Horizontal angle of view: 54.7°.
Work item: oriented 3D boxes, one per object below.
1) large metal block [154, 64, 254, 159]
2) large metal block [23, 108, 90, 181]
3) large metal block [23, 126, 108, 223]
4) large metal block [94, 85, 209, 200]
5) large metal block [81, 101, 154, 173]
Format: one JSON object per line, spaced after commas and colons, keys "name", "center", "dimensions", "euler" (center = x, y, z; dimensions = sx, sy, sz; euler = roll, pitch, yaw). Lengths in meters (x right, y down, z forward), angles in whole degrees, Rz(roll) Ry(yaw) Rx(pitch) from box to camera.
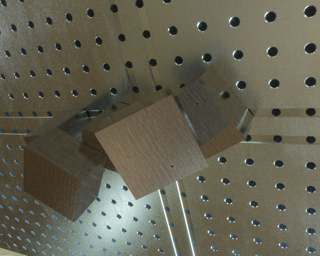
{"name": "large metal block", "center": [0.048, -0.013, 0.361], "dimensions": [0.080, 0.050, 0.080], "euler": [-34, 100, 38]}
{"name": "large metal block", "center": [-0.139, 0.026, 0.462], "dimensions": [0.050, 0.080, 0.080], "euler": [-6, 115, 31]}
{"name": "large metal block", "center": [-0.120, 0.058, 0.387], "dimensions": [0.080, 0.050, 0.079], "euler": [28, 128, 11]}
{"name": "large metal block", "center": [-0.007, 0.014, 0.317], "dimensions": [0.080, 0.050, 0.080], "euler": [-27, 106, 7]}
{"name": "large metal block", "center": [-0.043, 0.013, 0.404], "dimensions": [0.080, 0.080, 0.050], "euler": [17, 125, 18]}
